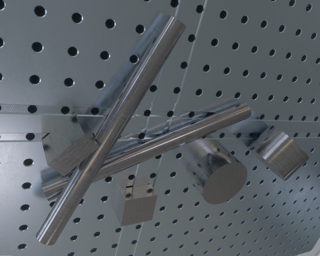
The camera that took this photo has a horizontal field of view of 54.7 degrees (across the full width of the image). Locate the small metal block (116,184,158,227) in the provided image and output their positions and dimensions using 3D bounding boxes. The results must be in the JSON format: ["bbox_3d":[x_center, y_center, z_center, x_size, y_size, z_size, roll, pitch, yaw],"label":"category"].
[{"bbox_3d":[-0.035,0.115,0.463,0.050,0.025,0.050,-3,120,-27],"label":"small metal block"}]

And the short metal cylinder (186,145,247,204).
[{"bbox_3d":[0.089,0.073,0.489,0.081,0.050,0.079,-14,124,-21],"label":"short metal cylinder"}]

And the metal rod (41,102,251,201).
[{"bbox_3d":[-0.006,0.026,0.423,0.302,0.025,0.025,-21,127,-16],"label":"metal rod"}]

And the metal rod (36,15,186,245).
[{"bbox_3d":[-0.060,0.007,0.361,0.025,0.025,0.299,28,97,-38],"label":"metal rod"}]

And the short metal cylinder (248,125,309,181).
[{"bbox_3d":[0.192,0.041,0.505,0.050,0.080,0.080,-46,129,4],"label":"short metal cylinder"}]

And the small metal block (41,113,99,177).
[{"bbox_3d":[-0.102,0.018,0.350,0.050,0.050,0.025,-40,129,-1],"label":"small metal block"}]
